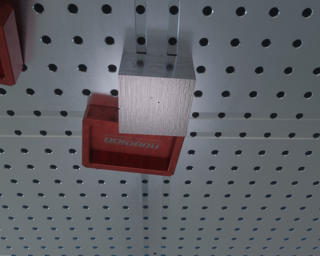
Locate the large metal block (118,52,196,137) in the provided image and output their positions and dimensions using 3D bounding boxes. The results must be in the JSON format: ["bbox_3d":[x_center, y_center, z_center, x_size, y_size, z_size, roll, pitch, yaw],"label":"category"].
[{"bbox_3d":[-0.006,-0.038,0.363,0.081,0.050,0.079,3,130,-3],"label":"large metal block"}]

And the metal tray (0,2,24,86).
[{"bbox_3d":[-0.214,-0.094,0.311,0.131,0.030,0.089,11,145,-9],"label":"metal tray"}]

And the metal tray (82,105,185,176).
[{"bbox_3d":[-0.038,0.020,0.425,0.131,0.030,0.089,7,130,-7],"label":"metal tray"}]
